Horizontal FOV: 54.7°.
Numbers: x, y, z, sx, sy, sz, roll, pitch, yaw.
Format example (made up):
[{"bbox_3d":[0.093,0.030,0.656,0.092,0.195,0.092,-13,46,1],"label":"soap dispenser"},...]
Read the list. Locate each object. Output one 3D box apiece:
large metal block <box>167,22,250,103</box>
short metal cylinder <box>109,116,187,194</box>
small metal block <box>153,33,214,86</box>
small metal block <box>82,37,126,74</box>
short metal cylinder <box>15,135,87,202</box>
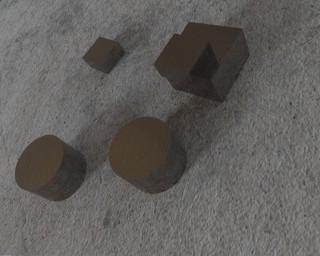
[{"bbox_3d":[0.060,-0.089,0.410,0.080,0.050,0.080,22,73,35],"label":"large metal block"},{"bbox_3d":[-0.014,0.033,0.374,0.080,0.050,0.080,-13,56,20],"label":"short metal cylinder"},{"bbox_3d":[0.029,-0.084,0.375,0.050,0.025,0.050,23,74,36],"label":"small metal block"},{"bbox_3d":[-0.096,-0.124,0.529,0.050,0.025,0.050,26,76,36],"label":"small metal block"},{"bbox_3d":[-0.151,0.056,0.430,0.080,0.050,0.080,-13,56,20],"label":"short metal cylinder"}]
